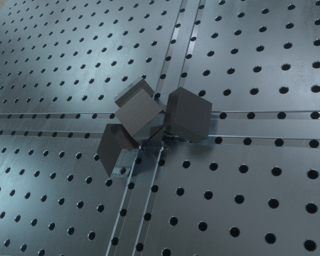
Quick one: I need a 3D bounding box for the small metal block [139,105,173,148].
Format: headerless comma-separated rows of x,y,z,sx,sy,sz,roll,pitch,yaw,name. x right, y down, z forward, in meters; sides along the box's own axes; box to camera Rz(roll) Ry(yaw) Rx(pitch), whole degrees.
-0.009,-0.003,0.416,0.050,0.025,0.050,2,65,29,small metal block

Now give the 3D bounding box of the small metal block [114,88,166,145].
-0.023,-0.015,0.398,0.050,0.025,0.050,-41,51,-1,small metal block

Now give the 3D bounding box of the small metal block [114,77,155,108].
-0.038,-0.047,0.442,0.050,0.025,0.050,-40,15,1,small metal block

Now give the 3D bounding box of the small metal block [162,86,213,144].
0.034,-0.015,0.381,0.025,0.050,0.050,-29,43,53,small metal block

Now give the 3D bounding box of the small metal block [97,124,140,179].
-0.056,0.029,0.404,0.050,0.025,0.050,53,130,39,small metal block
